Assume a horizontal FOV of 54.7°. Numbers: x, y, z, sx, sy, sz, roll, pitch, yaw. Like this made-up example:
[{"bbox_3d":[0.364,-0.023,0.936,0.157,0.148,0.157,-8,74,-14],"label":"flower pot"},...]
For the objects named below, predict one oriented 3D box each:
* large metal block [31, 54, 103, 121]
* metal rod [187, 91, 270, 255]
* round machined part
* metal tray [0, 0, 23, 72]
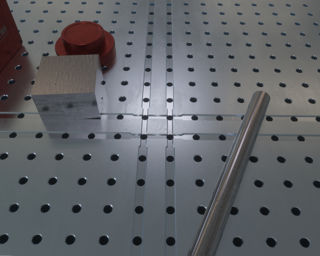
[{"bbox_3d":[-0.126,-0.058,0.439,0.081,0.050,0.080,-3,50,-3],"label":"large metal block"},{"bbox_3d":[0.081,0.060,0.357,0.025,0.025,0.301,20,53,16],"label":"metal rod"},{"bbox_3d":[-0.125,-0.141,0.514,0.099,0.042,0.098,0,50,0],"label":"round machined part"},{"bbox_3d":[-0.268,-0.131,0.473,0.030,0.089,0.130,9,51,7],"label":"metal tray"}]
